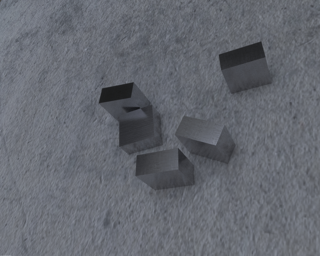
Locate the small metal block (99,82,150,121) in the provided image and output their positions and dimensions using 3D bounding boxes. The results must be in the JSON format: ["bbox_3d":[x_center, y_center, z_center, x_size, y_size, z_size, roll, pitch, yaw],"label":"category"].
[{"bbox_3d":[-0.048,-0.035,0.433,0.050,0.050,0.025,-7,59,24],"label":"small metal block"}]

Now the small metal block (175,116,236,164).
[{"bbox_3d":[0.052,0.014,0.351,0.050,0.050,0.025,14,69,33],"label":"small metal block"}]

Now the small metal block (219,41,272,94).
[{"bbox_3d":[0.104,-0.072,0.377,0.050,0.050,0.025,-14,56,20],"label":"small metal block"}]

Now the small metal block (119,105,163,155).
[{"bbox_3d":[-0.026,0.002,0.415,0.050,0.025,0.050,-17,55,18],"label":"small metal block"}]

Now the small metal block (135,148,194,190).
[{"bbox_3d":[0.007,0.048,0.354,0.050,0.050,0.025,-12,57,21],"label":"small metal block"}]
